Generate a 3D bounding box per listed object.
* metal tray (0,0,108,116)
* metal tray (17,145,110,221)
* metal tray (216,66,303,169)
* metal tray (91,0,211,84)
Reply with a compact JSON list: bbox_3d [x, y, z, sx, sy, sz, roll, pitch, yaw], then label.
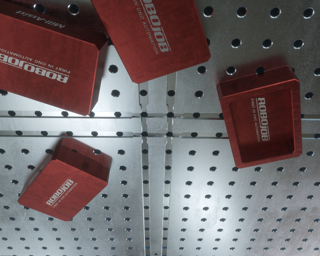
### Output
[{"bbox_3d":[-0.128,-0.073,0.330,0.131,0.030,0.089,18,129,-2],"label":"metal tray"},{"bbox_3d":[-0.151,0.091,0.484,0.090,0.030,0.129,31,124,-24],"label":"metal tray"},{"bbox_3d":[0.131,-0.008,0.402,0.090,0.030,0.130,-14,129,11],"label":"metal tray"},{"bbox_3d":[-0.010,-0.115,0.310,0.090,0.030,0.130,-16,129,13],"label":"metal tray"}]
